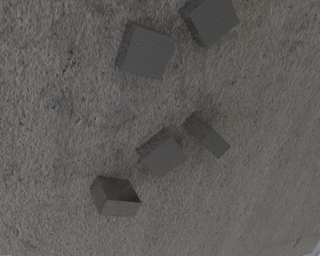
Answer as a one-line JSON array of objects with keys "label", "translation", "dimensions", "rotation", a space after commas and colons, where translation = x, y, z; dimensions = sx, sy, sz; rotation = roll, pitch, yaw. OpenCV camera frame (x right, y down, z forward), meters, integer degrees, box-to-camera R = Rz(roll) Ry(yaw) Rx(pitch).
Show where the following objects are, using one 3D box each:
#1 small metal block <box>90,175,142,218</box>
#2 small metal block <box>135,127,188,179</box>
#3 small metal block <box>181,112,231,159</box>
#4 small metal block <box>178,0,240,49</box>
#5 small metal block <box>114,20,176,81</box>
[{"label": "small metal block", "translation": [-0.060, 0.092, 0.415], "dimensions": [0.050, 0.050, 0.025], "rotation": [15, 110, -35]}, {"label": "small metal block", "translation": [0.002, 0.036, 0.430], "dimensions": [0.050, 0.025, 0.050], "rotation": [-39, 129, -2]}, {"label": "small metal block", "translation": [0.064, 0.010, 0.432], "dimensions": [0.025, 0.050, 0.050], "rotation": [-47, 129, 4]}, {"label": "small metal block", "translation": [0.057, -0.129, 0.358], "dimensions": [0.050, 0.025, 0.050], "rotation": [-41, 130, -1]}, {"label": "small metal block", "translation": [-0.017, -0.085, 0.345], "dimensions": [0.050, 0.025, 0.050], "rotation": [8, 114, -32]}]
